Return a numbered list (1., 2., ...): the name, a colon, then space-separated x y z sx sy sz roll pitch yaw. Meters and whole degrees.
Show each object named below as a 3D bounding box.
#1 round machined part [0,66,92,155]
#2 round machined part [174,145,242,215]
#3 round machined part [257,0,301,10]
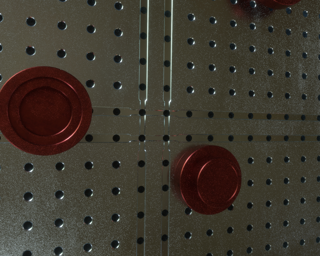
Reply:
1. round machined part: -0.131 -0.019 0.356 0.099 0.042 0.097 0 90 -21
2. round machined part: 0.073 0.073 0.432 0.099 0.042 0.097 0 90 -20
3. round machined part: 0.174 -0.228 0.469 0.099 0.042 0.097 0 90 -21
